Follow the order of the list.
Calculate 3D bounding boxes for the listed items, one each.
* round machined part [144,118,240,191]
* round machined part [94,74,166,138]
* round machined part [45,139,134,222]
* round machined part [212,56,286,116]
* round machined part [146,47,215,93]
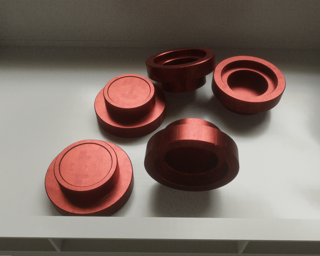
[{"bbox_3d":[0.034,0.026,0.336,0.099,0.097,0.042,4,50,3],"label":"round machined part"},{"bbox_3d":[-0.041,-0.037,0.425,0.099,0.042,0.098,0,50,0],"label":"round machined part"},{"bbox_3d":[-0.080,0.052,0.350,0.099,0.042,0.098,0,50,0],"label":"round machined part"},{"bbox_3d":[0.123,-0.056,0.442,0.099,0.042,0.098,0,50,0],"label":"round machined part"},{"bbox_3d":[0.031,-0.083,0.449,0.099,0.042,0.098,-7,28,4],"label":"round machined part"}]
